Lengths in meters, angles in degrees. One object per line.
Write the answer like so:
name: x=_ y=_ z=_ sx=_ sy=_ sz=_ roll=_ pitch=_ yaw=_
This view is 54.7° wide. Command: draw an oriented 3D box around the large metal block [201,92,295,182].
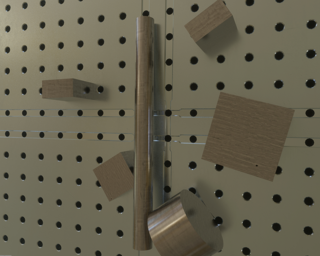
large metal block: x=0.103 y=0.008 z=0.363 sx=0.080 sy=0.050 sz=0.079 roll=17 pitch=96 yaw=19

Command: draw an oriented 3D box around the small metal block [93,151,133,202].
small metal block: x=-0.057 y=0.067 z=0.432 sx=0.050 sy=0.025 sz=0.050 roll=-33 pitch=80 yaw=16

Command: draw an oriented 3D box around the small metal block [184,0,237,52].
small metal block: x=0.063 y=-0.123 z=0.377 sx=0.050 sy=0.050 sz=0.025 roll=-34 pitch=79 yaw=16

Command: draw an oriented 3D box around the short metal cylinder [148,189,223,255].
short metal cylinder: x=0.031 y=0.122 z=0.372 sx=0.050 sy=0.080 sz=0.080 roll=-39 pitch=78 yaw=16

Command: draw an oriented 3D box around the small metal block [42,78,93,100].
small metal block: x=-0.131 y=-0.054 z=0.444 sx=0.050 sy=0.050 sz=0.025 roll=-1 pitch=90 yaw=19

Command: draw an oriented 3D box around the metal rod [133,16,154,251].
metal rod: x=-0.021 y=0.002 z=0.405 sx=0.025 sy=0.025 sz=0.298 roll=-2 pitch=84 yaw=19
